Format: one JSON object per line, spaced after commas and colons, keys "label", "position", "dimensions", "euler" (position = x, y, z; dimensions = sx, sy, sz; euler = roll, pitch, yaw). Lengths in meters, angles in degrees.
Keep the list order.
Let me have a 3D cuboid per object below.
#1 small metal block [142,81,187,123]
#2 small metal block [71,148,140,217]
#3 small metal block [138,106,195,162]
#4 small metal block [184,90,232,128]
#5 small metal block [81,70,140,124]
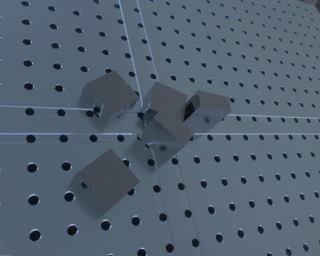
{"label": "small metal block", "position": [0.007, -0.031, 0.432], "dimensions": [0.050, 0.025, 0.050], "euler": [23, 53, -15]}
{"label": "small metal block", "position": [-0.059, 0.059, 0.341], "dimensions": [0.050, 0.025, 0.050], "euler": [48, 51, 5]}
{"label": "small metal block", "position": [0.007, 0.009, 0.392], "dimensions": [0.050, 0.050, 0.025], "euler": [41, 51, -1]}
{"label": "small metal block", "position": [0.065, -0.025, 0.445], "dimensions": [0.050, 0.050, 0.025], "euler": [9, 58, -24]}
{"label": "small metal block", "position": [-0.064, -0.041, 0.400], "dimensions": [0.050, 0.025, 0.050], "euler": [48, 51, 5]}
